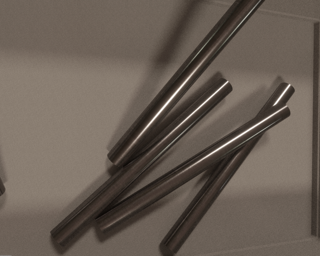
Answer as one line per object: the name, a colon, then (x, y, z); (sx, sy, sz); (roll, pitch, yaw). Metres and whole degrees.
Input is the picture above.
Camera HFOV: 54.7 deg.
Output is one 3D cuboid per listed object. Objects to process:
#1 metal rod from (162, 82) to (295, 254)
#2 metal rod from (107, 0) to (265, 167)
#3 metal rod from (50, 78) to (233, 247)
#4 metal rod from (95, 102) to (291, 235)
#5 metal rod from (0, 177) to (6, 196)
metal rod: (0.106, 0.049, 0.451); (0.025, 0.025, 0.300); (44, 76, -15)
metal rod: (0.039, -0.070, 0.363); (0.025, 0.025, 0.299); (37, 102, -17)
metal rod: (-0.013, 0.035, 0.406); (0.301, 0.025, 0.025); (-42, 104, -16)
metal rod: (0.053, 0.048, 0.417); (0.302, 0.025, 0.025); (-30, 100, -12)
metal rod: (-0.202, -0.057, 0.273); (0.025, 0.025, 0.298); (-18, 121, -19)
